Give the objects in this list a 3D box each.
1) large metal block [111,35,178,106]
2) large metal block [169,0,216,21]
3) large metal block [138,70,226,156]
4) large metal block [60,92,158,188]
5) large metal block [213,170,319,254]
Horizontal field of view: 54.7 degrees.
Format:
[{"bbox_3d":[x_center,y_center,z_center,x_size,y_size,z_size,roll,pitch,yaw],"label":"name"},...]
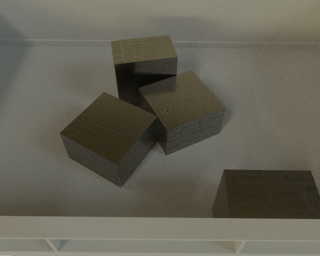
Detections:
[{"bbox_3d":[-0.022,-0.078,0.435,0.081,0.080,0.050,-9,51,-8],"label":"large metal block"},{"bbox_3d":[0.061,-0.256,0.608,0.081,0.050,0.080,-3,50,-3],"label":"large metal block"},{"bbox_3d":[0.026,-0.022,0.408,0.081,0.050,0.080,-21,53,-17],"label":"large metal block"},{"bbox_3d":[-0.058,0.012,0.378,0.080,0.050,0.080,26,54,19],"label":"large metal block"},{"bbox_3d":[0.099,0.083,0.301,0.081,0.080,0.050,1,50,0],"label":"large metal block"}]
